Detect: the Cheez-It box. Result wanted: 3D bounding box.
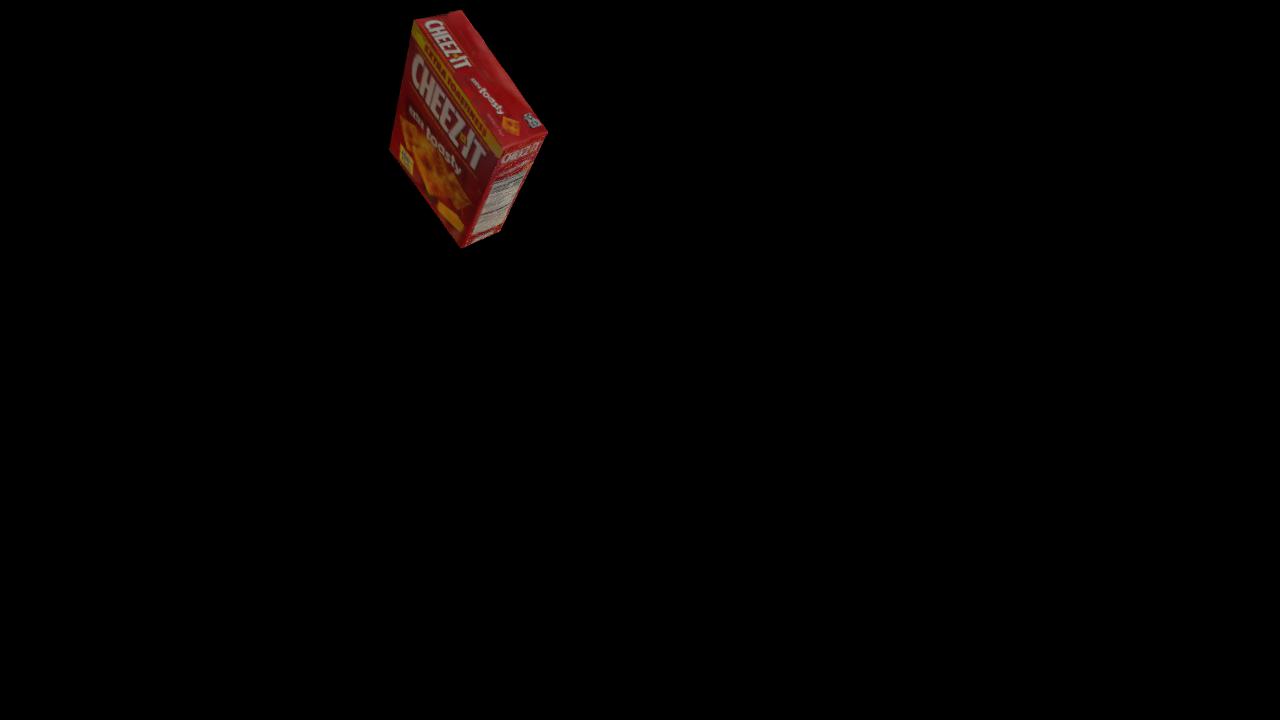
[{"bbox_3d":[-0.211,-0.258,0.728,0.071,0.166,0.223,-36,0,-34],"label":"Cheez-It box"}]
